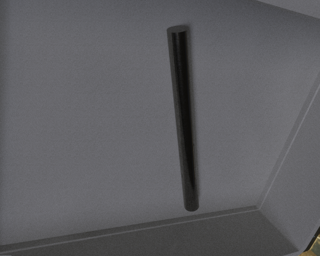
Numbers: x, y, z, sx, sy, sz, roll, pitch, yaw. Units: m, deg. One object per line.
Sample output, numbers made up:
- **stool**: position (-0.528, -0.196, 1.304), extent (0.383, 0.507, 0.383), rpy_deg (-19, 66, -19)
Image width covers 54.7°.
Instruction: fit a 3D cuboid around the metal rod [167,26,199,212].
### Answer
- **metal rod**: position (0.037, 0.009, 0.436), extent (0.025, 0.025, 0.298), rpy_deg (-20, 126, -17)
